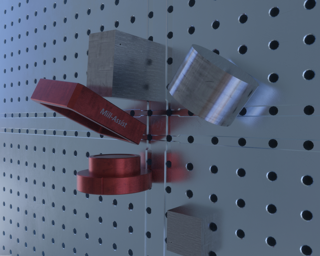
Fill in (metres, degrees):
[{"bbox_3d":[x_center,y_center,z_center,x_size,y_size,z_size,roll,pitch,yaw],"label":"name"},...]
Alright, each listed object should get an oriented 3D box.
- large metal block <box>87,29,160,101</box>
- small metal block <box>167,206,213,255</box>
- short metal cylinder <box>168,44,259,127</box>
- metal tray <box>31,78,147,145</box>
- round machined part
[{"bbox_3d":[-0.048,-0.079,0.413,0.050,0.081,0.079,7,94,40],"label":"large metal block"},{"bbox_3d":[0.036,0.128,0.380,0.050,0.025,0.050,2,91,40],"label":"small metal block"},{"bbox_3d":[0.056,-0.046,0.328,0.080,0.081,0.050,46,118,30],"label":"short metal cylinder"},{"bbox_3d":[-0.091,-0.020,0.415,0.090,0.130,0.030,12,76,39],"label":"metal tray"},{"bbox_3d":[-0.060,0.057,0.411,0.098,0.099,0.042,0,90,40],"label":"round machined part"}]
